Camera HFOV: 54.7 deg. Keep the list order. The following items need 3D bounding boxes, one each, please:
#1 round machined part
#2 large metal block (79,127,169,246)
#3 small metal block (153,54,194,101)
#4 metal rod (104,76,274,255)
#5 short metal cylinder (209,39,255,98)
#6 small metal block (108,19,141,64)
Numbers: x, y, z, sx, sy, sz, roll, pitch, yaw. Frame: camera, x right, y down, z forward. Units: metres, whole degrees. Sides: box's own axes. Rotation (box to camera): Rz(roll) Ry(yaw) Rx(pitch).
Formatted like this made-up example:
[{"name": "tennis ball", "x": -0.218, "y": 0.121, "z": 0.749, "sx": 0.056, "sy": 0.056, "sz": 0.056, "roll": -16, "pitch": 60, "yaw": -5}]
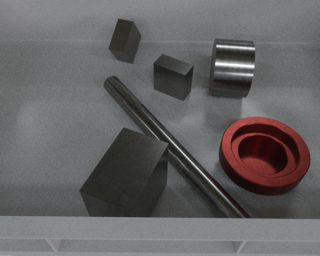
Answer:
[{"name": "round machined part", "x": 0.119, "y": 0.036, "z": 0.365, "sx": 0.099, "sy": 0.042, "sz": 0.098, "roll": 0, "pitch": 50, "yaw": 0}, {"name": "large metal block", "x": -0.031, "y": 0.060, "z": 0.318, "sx": 0.050, "sy": 0.080, "sz": 0.080, "roll": 19, "pitch": 53, "yaw": 15}, {"name": "small metal block", "x": 0.019, "y": -0.073, "z": 0.451, "sx": 0.050, "sy": 0.050, "sz": 0.025, "roll": 24, "pitch": 54, "yaw": 19}, {"name": "metal rod", "x": 0.016, "y": 0.027, "z": 0.382, "sx": 0.025, "sy": 0.025, "sz": 0.300, "roll": -29, "pitch": 56, "yaw": -22}, {"name": "short metal cylinder", "x": 0.100, "y": -0.085, "z": 0.442, "sx": 0.050, "sy": 0.080, "sz": 0.080, "roll": 5, "pitch": 50, "yaw": 4}, {"name": "small metal block", "x": -0.054, "y": -0.136, "z": 0.490, "sx": 0.025, "sy": 0.050, "sz": 0.050, "roll": 15, "pitch": 84, "yaw": 12}]
